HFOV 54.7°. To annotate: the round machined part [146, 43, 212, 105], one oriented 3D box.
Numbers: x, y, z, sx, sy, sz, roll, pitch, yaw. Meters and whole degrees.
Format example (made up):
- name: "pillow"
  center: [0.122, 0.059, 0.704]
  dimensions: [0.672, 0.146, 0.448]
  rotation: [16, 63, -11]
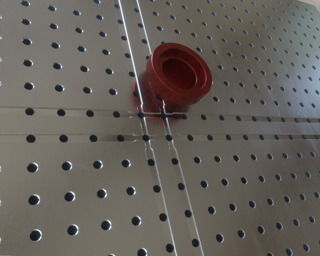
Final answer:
- name: "round machined part"
  center: [0.024, -0.075, 0.458]
  dimensions: [0.099, 0.042, 0.098]
  rotation: [14, 56, -21]
